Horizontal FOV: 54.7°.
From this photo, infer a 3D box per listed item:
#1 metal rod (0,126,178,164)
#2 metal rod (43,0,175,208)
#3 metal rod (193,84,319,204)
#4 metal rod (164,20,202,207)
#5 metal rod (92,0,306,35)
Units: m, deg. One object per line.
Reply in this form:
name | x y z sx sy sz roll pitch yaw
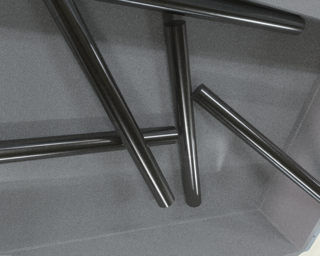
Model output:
metal rod | -0.117 0.021 0.358 0.303 0.025 0.025 -5 121 -26
metal rod | -0.046 -0.016 0.349 0.025 0.025 0.299 -31 121 -9
metal rod | 0.165 0.039 0.449 0.301 0.025 0.025 37 98 -15
metal rod | 0.037 0.003 0.432 0.025 0.025 0.298 -21 127 -16
metal rod | 0.057 -0.137 0.356 0.303 0.025 0.025 -2 119 -28
